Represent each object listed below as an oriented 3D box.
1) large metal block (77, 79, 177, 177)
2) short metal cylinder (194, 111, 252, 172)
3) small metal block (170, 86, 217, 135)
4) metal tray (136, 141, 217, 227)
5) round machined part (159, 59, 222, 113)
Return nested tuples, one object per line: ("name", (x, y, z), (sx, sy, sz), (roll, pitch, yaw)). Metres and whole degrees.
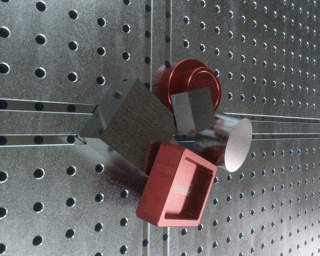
("large metal block", (-0.034, 0.001, 0.364), (0.080, 0.050, 0.080), (43, 64, -32))
("short metal cylinder", (0.094, 0.019, 0.457), (0.081, 0.050, 0.079), (-23, 121, -45))
("small metal block", (0.043, -0.022, 0.385), (0.050, 0.025, 0.050), (-20, 100, -49))
("metal tray", (0.028, 0.076, 0.392), (0.130, 0.030, 0.090), (32, 76, -59))
("round machined part", (0.049, -0.050, 0.439), (0.099, 0.042, 0.097), (0, 90, -40))
